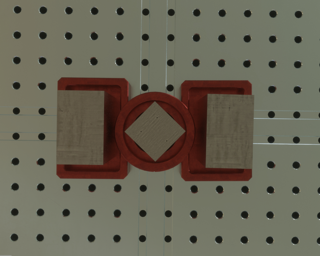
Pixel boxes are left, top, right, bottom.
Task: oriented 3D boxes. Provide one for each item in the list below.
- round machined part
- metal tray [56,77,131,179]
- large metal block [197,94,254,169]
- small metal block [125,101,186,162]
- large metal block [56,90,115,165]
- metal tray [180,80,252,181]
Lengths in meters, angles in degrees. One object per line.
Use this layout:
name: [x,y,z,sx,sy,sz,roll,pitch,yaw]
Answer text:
round machined part: [-0.006,0.005,0.396,0.099,0.042,0.097,0,90,0]
metal tray: [-0.086,0.000,0.409,0.091,0.030,0.129,1,90,0]
large metal block: [0.075,0.003,0.373,0.050,0.080,0.080,2,90,0]
small metal block: [-0.006,0.004,0.372,0.050,0.025,0.050,45,90,0]
large metal block: [-0.085,-0.001,0.372,0.050,0.080,0.080,1,90,0]
metal tray: [0.073,0.003,0.410,0.091,0.030,0.129,0,90,0]
